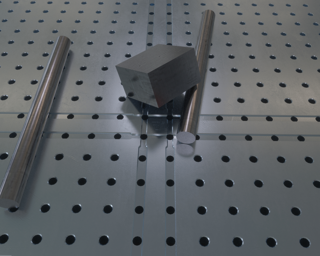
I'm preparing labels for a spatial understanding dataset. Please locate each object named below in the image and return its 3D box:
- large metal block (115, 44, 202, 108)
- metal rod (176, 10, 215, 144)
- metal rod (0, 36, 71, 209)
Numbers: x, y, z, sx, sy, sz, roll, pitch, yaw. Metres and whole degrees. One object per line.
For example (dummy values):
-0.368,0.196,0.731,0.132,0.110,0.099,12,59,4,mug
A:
-0.002,-0.077,0.438,0.080,0.050,0.080,-34,34,-25,large metal block
0.063,-0.100,0.491,0.025,0.025,0.300,9,50,7,metal rod
-0.165,-0.032,0.433,0.025,0.025,0.300,0,50,0,metal rod
